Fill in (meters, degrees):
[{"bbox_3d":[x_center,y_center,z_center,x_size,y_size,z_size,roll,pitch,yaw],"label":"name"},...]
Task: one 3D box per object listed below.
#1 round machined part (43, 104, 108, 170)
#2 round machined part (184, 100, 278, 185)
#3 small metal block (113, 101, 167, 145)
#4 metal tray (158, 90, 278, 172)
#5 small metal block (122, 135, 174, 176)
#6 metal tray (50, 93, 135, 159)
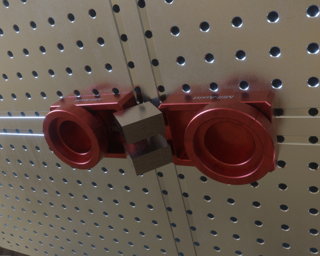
[{"bbox_3d":[-0.117,0.009,0.451,0.098,0.042,0.097,13,124,21],"label":"round machined part"},{"bbox_3d":[0.081,0.013,0.349,0.098,0.042,0.097,13,124,21],"label":"round machined part"},{"bbox_3d":[-0.026,-0.008,0.386,0.050,0.050,0.025,-135,28,-61],"label":"small metal block"},{"bbox_3d":[0.070,0.004,0.374,0.130,0.030,0.089,1,119,27],"label":"metal tray"},{"bbox_3d":[-0.017,0.032,0.404,0.050,0.050,0.025,-135,28,-61],"label":"small metal block"},{"bbox_3d":[-0.090,-0.001,0.456,0.130,0.030,0.089,-1,120,28],"label":"metal tray"}]
